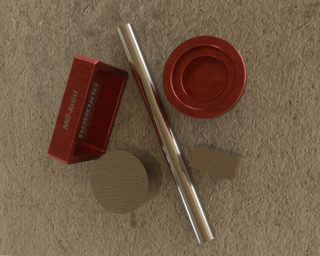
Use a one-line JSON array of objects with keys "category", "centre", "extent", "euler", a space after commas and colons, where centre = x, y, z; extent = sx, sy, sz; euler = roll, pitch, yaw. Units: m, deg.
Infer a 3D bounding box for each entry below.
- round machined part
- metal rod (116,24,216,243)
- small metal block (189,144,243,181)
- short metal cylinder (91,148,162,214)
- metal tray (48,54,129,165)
[{"category": "round machined part", "centre": [0.056, -0.060, 0.381], "extent": [0.098, 0.042, 0.097], "euler": [0, 90, 19]}, {"category": "metal rod", "centre": [0.005, 0.001, 0.408], "extent": [0.025, 0.025, 0.299], "euler": [-23, 82, 18]}, {"category": "small metal block", "centre": [0.068, 0.039, 0.369], "extent": [0.050, 0.050, 0.025], "euler": [18, 96, 19]}, {"category": "short metal cylinder", "centre": [-0.043, 0.067, 0.411], "extent": [0.080, 0.050, 0.079], "euler": [0, 90, 19]}, {"category": "metal tray", "centre": [-0.090, -0.022, 0.406], "extent": [0.030, 0.090, 0.129], "euler": [20, 96, 19]}]
